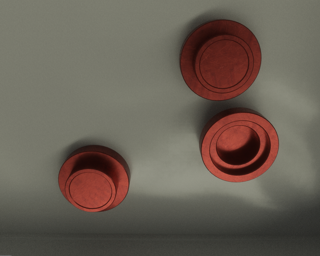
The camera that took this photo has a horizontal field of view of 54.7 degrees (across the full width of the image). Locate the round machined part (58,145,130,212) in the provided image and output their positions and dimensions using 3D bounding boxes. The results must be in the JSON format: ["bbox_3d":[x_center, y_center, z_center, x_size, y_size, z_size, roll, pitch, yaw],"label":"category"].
[{"bbox_3d":[-0.092,0.076,0.429,0.099,0.042,0.097,0,110,0],"label":"round machined part"}]

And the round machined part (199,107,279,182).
[{"bbox_3d":[0.101,0.019,0.410,0.099,0.042,0.097,0,110,0],"label":"round machined part"}]

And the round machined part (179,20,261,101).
[{"bbox_3d":[0.073,-0.079,0.373,0.099,0.042,0.097,0,110,0],"label":"round machined part"}]
